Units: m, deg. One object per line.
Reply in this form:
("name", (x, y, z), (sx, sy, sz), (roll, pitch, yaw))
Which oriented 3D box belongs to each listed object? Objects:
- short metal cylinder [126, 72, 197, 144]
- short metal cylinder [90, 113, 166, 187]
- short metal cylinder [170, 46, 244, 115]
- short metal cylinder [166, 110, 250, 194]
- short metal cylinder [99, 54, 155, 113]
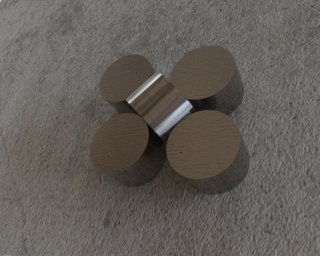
("short metal cylinder", (0.004, -0.022, 0.381), (0.050, 0.080, 0.080), (-43, 51, -1))
("short metal cylinder", (-0.039, 0.028, 0.390), (0.080, 0.050, 0.080), (-13, 56, 20))
("short metal cylinder", (0.060, -0.056, 0.389), (0.080, 0.050, 0.080), (-13, 56, 20))
("short metal cylinder", (0.054, 0.027, 0.342), (0.080, 0.050, 0.080), (-13, 56, 20))
("short metal cylinder", (-0.039, -0.058, 0.442), (0.080, 0.050, 0.080), (-13, 56, 20))
